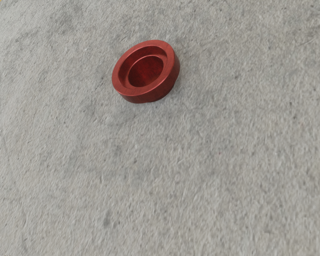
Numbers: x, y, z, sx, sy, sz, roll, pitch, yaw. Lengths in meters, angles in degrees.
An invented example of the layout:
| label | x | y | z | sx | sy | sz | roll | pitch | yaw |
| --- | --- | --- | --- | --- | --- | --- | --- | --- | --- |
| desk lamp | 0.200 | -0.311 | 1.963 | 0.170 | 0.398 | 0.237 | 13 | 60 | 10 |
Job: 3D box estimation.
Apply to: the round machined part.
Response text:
| label | x | y | z | sx | sy | sz | roll | pitch | yaw |
| --- | --- | --- | --- | --- | --- | --- | --- | --- | --- |
| round machined part | -0.017 | -0.076 | 0.447 | 0.098 | 0.042 | 0.098 | -13 | 56 | 20 |
